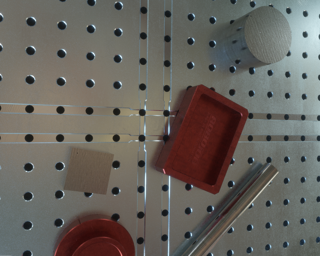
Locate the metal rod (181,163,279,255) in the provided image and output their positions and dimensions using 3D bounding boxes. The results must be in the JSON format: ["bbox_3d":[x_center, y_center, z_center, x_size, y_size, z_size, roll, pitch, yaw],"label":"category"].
[{"bbox_3d":[0.065,0.161,0.438,0.301,0.025,0.025,-43,104,-15],"label":"metal rod"}]

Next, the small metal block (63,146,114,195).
[{"bbox_3d":[-0.088,0.052,0.381,0.050,0.025,0.050,12,86,-20],"label":"small metal block"}]

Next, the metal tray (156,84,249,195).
[{"bbox_3d":[0.061,0.016,0.433,0.090,0.030,0.130,26,81,-19],"label":"metal tray"}]

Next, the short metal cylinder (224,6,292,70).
[{"bbox_3d":[0.143,-0.130,0.454,0.081,0.050,0.079,0,90,-21],"label":"short metal cylinder"}]

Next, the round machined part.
[{"bbox_3d":[-0.078,0.159,0.376,0.099,0.042,0.097,0,90,-21],"label":"round machined part"}]
